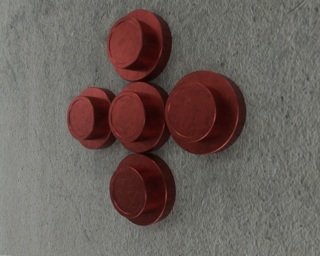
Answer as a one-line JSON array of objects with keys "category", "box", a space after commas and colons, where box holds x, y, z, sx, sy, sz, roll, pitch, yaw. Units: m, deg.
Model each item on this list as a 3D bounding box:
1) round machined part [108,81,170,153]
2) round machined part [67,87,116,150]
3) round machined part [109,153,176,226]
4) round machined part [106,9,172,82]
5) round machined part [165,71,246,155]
[{"category": "round machined part", "box": [-0.032, -0.015, 0.420, 0.098, 0.042, 0.097, 0, 90, 39]}, {"category": "round machined part", "box": [-0.108, -0.015, 0.481, 0.098, 0.042, 0.097, 0, 90, 39]}, {"category": "round machined part", "box": [-0.030, 0.083, 0.418, 0.098, 0.042, 0.097, 0, 90, 39]}, {"category": "round machined part", "box": [-0.035, -0.112, 0.422, 0.098, 0.042, 0.097, 0, 90, 39]}, {"category": "round machined part", "box": [0.044, -0.018, 0.357, 0.098, 0.042, 0.097, 0, 90, 39]}]
